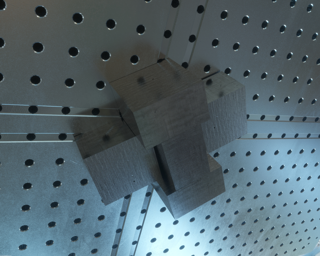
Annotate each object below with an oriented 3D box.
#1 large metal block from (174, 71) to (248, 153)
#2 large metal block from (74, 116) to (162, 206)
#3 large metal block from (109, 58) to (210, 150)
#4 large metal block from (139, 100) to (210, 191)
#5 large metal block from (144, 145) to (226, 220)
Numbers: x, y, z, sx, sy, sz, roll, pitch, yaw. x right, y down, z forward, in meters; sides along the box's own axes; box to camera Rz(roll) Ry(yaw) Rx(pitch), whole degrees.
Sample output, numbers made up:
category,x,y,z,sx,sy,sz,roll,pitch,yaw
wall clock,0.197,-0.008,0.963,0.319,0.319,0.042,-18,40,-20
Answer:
category,x,y,z,sx,sy,sz,roll,pitch,yaw
large metal block,0.068,-0.018,0.419,0.080,0.050,0.080,-26,130,-12
large metal block,-0.051,0.038,0.391,0.080,0.050,0.080,-24,127,-14
large metal block,-0.002,-0.031,0.354,0.080,0.080,0.050,-25,127,-13
large metal block,0.016,0.017,0.394,0.050,0.080,0.080,-26,128,-12
large metal block,0.032,0.066,0.433,0.080,0.080,0.050,-26,128,-13
